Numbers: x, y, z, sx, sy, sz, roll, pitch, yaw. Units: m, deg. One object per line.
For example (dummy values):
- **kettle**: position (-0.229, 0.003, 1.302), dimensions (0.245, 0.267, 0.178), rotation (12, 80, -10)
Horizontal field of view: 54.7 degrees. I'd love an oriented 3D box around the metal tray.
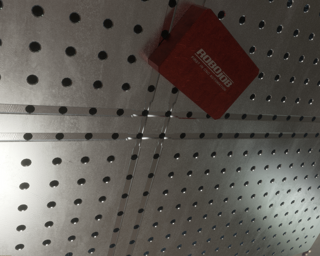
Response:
- **metal tray**: position (0.060, -0.078, 0.395), dimensions (0.130, 0.030, 0.090), rotation (34, 99, -39)
